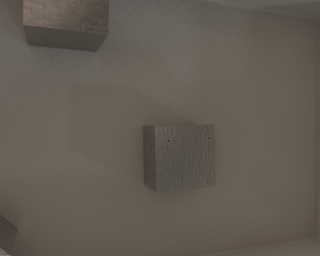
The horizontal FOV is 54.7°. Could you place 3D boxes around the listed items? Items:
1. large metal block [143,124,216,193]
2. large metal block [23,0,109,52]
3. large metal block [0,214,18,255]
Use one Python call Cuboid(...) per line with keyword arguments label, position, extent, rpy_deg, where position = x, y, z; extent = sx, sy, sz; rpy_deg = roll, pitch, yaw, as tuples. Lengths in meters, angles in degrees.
Cuboid(label="large metal block", position=(0.024, 0.036, 0.406), extent=(0.081, 0.050, 0.080), rpy_deg=(-1, 91, -20))
Cuboid(label="large metal block", position=(-0.104, -0.122, 0.343), extent=(0.081, 0.080, 0.050), rpy_deg=(1, 90, -20))
Cuboid(label="large metal block", position=(-0.197, 0.128, 0.309), extent=(0.080, 0.080, 0.050), rpy_deg=(-45, 104, -14))
